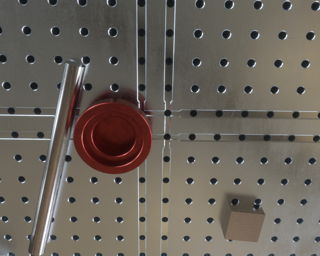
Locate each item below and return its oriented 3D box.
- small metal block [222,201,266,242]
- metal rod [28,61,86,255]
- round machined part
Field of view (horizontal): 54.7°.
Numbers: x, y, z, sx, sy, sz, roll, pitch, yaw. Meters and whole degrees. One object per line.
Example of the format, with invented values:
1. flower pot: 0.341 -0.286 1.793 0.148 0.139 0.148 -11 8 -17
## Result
1. small metal block: 0.125 0.142 0.468 0.050 0.025 0.050 7 110 -3
2. metal rod: -0.148 0.055 0.431 0.025 0.025 0.298 16 109 -6
3. round machined part: -0.059 0.008 0.406 0.099 0.042 0.097 0 110 -1
